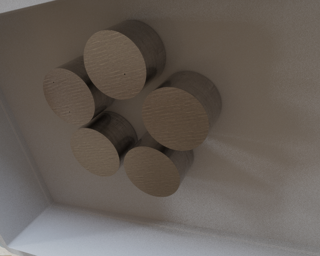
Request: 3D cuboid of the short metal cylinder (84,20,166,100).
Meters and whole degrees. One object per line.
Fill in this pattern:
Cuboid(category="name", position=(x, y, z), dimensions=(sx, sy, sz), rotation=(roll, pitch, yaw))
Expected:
Cuboid(category="short metal cylinder", position=(-0.041, -0.080, 0.362), dimensions=(0.080, 0.050, 0.079), rotation=(13, 124, 21))

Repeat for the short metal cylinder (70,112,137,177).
Cuboid(category="short metal cylinder", position=(-0.080, 0.023, 0.446), dimensions=(0.080, 0.050, 0.079), rotation=(13, 124, 21))

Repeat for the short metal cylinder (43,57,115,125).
Cuboid(category="short metal cylinder", position=(-0.107, -0.050, 0.415), dimensions=(0.080, 0.050, 0.079), rotation=(13, 124, 21))

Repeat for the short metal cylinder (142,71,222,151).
Cuboid(category="short metal cylinder", position=(0.026, -0.020, 0.364), dimensions=(0.080, 0.050, 0.079), rotation=(13, 124, 21))

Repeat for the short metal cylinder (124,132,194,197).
Cuboid(category="short metal cylinder", position=(-0.001, 0.046, 0.419), dimensions=(0.080, 0.050, 0.079), rotation=(13, 124, 21))
